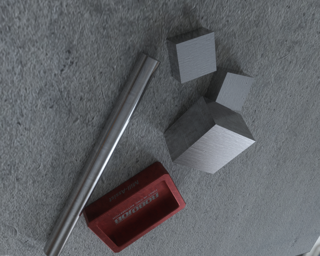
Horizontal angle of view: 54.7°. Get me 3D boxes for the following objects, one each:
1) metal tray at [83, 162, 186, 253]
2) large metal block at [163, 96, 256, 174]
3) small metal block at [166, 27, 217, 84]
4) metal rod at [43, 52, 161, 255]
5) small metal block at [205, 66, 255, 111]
[{"bbox_3d":[-0.034,0.119,0.459,0.131,0.030,0.090,-33,129,-8],"label":"metal tray"},{"bbox_3d":[0.066,0.013,0.420,0.080,0.050,0.080,20,128,-36],"label":"large metal block"},{"bbox_3d":[0.039,-0.088,0.375,0.050,0.025,0.050,-22,127,-15],"label":"small metal block"},{"bbox_3d":[-0.080,0.045,0.392,0.025,0.025,0.298,18,109,-36],"label":"metal rod"},{"bbox_3d":[0.095,-0.054,0.428,0.050,0.025,0.050,5,116,-31],"label":"small metal block"}]
